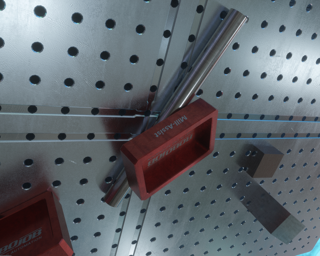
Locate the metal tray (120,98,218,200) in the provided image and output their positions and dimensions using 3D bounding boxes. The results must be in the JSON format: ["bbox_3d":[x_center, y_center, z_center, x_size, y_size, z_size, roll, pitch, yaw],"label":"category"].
[{"bbox_3d":[0.016,0.028,0.404,0.131,0.030,0.090,-32,143,-23],"label":"metal tray"}]

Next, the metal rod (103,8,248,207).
[{"bbox_3d":[0.014,-0.018,0.407,0.025,0.025,0.299,25,105,-37],"label":"metal rod"}]

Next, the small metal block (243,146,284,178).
[{"bbox_3d":[0.184,0.060,0.549,0.050,0.025,0.050,5,116,-31],"label":"small metal block"}]

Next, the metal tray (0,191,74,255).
[{"bbox_3d":[-0.175,0.139,0.359,0.131,0.090,0.030,-26,128,-12],"label":"metal tray"}]

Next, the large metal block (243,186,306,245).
[{"bbox_3d":[0.221,0.169,0.600,0.050,0.080,0.080,-48,129,5],"label":"large metal block"}]
